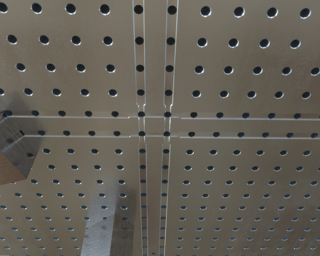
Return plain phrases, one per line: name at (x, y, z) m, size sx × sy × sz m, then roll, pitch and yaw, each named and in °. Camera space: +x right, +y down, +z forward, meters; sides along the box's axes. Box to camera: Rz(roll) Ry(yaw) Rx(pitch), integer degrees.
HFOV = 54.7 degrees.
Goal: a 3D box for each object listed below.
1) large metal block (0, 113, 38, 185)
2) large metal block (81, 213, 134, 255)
large metal block at (-0.231, 0.034, 0.421) m, size 0.080 × 0.050 × 0.080 m, roll -14°, pitch 129°, yaw 11°
large metal block at (-0.095, 0.213, 0.556) m, size 0.080 × 0.080 × 0.050 m, roll -34°, pitch 123°, yaw 25°
